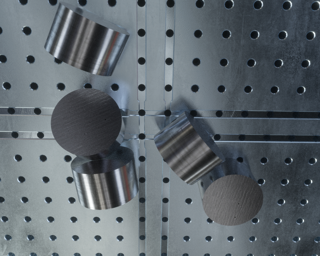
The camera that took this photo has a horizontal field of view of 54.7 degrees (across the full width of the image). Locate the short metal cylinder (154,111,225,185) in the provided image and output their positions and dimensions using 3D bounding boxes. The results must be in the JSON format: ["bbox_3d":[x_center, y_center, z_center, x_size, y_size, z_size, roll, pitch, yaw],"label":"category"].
[{"bbox_3d":[0.038,0.025,0.394,0.050,0.080,0.080,-39,106,13],"label":"short metal cylinder"}]

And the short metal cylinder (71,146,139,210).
[{"bbox_3d":[-0.071,0.062,0.406,0.080,0.080,0.050,-6,111,2],"label":"short metal cylinder"}]

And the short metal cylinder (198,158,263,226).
[{"bbox_3d":[0.097,0.088,0.434,0.081,0.050,0.079,0,110,-1],"label":"short metal cylinder"}]

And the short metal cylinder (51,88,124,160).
[{"bbox_3d":[-0.085,-0.003,0.379,0.081,0.050,0.080,1,78,-3],"label":"short metal cylinder"}]

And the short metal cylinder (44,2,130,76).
[{"bbox_3d":[-0.081,-0.099,0.347,0.080,0.080,0.050,24,108,-9],"label":"short metal cylinder"}]
